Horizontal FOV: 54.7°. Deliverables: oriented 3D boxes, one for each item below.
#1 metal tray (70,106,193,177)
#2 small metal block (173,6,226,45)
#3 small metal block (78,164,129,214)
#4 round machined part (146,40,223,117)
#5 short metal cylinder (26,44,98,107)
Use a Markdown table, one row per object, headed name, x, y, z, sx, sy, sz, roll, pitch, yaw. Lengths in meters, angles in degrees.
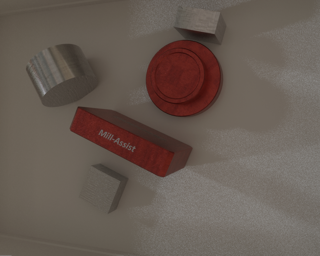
| name | x | y | z | sx | sy | sz | roll | pitch | yaw |
| --- | --- | --- | --- | --- | --- | --- | --- | --- | --- |
| metal tray | -0.033 | 0.014 | 0.386 | 0.130 | 0.090 | 0.030 | 25 | 98 | 18 |
| small metal block | 0.050 | -0.125 | 0.379 | 0.050 | 0.050 | 0.025 | 16 | 96 | 19 |
| small metal block | -0.080 | 0.085 | 0.437 | 0.050 | 0.025 | 0.050 | 24 | 98 | 18 |
| round machined part | 0.027 | -0.063 | 0.391 | 0.098 | 0.042 | 0.097 | 0 | 90 | 19 |
| short metal cylinder | -0.134 | -0.071 | 0.427 | 0.080 | 0.080 | 0.050 | -32 | 80 | 17 |
